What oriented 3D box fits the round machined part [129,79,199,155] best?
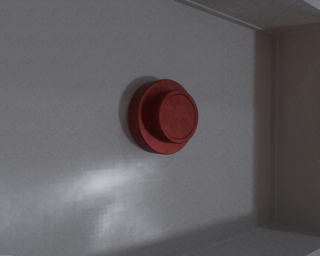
[{"bbox_3d":[0.012,-0.014,0.400,0.099,0.042,0.097,0,90,-40],"label":"round machined part"}]
